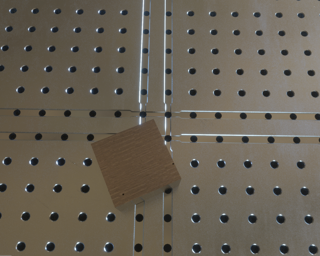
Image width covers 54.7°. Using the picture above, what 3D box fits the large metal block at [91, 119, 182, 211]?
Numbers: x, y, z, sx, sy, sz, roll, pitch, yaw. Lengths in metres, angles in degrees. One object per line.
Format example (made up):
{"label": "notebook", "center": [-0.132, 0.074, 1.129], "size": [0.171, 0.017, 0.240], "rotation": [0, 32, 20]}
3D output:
{"label": "large metal block", "center": [-0.029, 0.046, 0.381], "size": [0.080, 0.050, 0.080], "rotation": [-22, 72, -8]}
